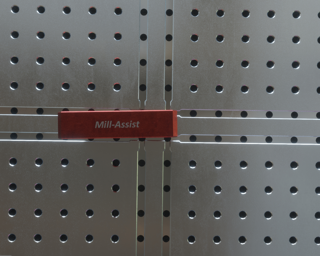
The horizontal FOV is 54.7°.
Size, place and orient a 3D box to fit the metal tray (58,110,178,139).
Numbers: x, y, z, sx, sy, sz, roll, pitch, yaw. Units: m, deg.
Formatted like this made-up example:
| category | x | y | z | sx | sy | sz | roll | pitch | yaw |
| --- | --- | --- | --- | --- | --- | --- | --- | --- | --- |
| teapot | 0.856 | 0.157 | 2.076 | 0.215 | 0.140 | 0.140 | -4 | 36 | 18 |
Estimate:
| category | x | y | z | sx | sy | sz | roll | pitch | yaw |
| --- | --- | --- | --- | --- | --- | --- | --- | --- | --- |
| metal tray | -0.047 | -0.004 | 0.380 | 0.131 | 0.090 | 0.030 | -1 | 90 | -1 |
